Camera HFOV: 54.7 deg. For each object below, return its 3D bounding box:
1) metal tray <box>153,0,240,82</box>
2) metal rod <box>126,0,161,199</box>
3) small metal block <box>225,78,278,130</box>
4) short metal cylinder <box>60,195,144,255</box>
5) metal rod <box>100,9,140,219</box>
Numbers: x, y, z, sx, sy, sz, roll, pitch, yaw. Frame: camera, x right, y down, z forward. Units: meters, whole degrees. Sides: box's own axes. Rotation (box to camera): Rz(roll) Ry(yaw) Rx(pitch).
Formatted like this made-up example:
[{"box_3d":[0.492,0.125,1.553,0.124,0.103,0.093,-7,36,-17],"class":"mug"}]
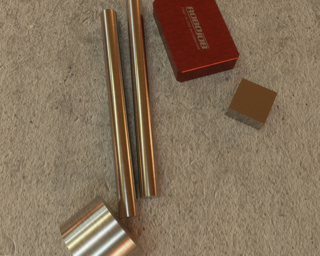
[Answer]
[{"box_3d":[0.050,-0.139,0.457,0.091,0.030,0.130,-16,71,-6],"class":"metal tray"},{"box_3d":[-0.026,-0.055,0.428,0.025,0.025,0.299,-5,70,-2],"class":"metal rod"},{"box_3d":[0.124,-0.033,0.422,0.050,0.025,0.050,25,72,8],"class":"small metal block"},{"box_3d":[-0.062,0.120,0.335,0.050,0.080,0.080,-39,75,-13],"class":"short metal cylinder"},{"box_3d":[-0.057,-0.033,0.419,0.025,0.025,0.299,-7,70,-3],"class":"metal rod"}]
